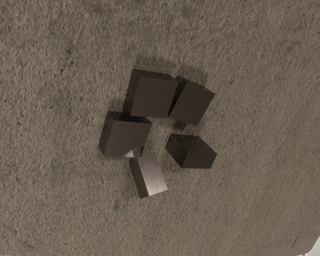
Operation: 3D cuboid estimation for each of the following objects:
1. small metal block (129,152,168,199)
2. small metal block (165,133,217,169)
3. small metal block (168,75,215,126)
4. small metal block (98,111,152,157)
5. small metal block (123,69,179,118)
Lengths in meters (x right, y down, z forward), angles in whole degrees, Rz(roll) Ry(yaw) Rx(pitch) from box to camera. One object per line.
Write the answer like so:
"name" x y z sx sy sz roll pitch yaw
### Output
"small metal block" -0.017 0.064 0.409 0.025 0.050 0.050 -15 168 -21
"small metal block" 0.043 0.032 0.436 0.050 0.050 0.025 6 116 -32
"small metal block" 0.036 -0.035 0.407 0.050 0.025 0.050 16 110 -35
"small metal block" -0.044 0.009 0.389 0.050 0.025 0.050 5 116 -31
"small metal block" -0.012 -0.041 0.377 0.050 0.025 0.050 3 117 -30
